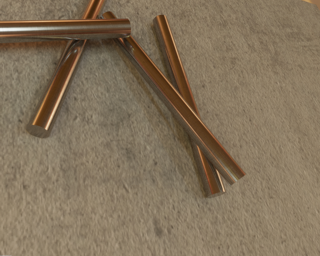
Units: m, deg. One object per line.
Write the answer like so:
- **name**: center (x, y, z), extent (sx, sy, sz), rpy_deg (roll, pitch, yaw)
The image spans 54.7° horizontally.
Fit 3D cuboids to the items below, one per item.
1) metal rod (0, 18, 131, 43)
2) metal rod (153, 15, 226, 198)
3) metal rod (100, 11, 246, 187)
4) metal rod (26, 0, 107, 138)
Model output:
- **metal rod**: center (-0.178, -0.110, 0.354), extent (0.303, 0.025, 0.025), rpy_deg (-11, 67, -26)
- **metal rod**: center (0.036, -0.047, 0.453), extent (0.025, 0.025, 0.299), rpy_deg (-1, 62, -29)
- **metal rod**: center (0.008, -0.050, 0.420), extent (0.025, 0.025, 0.300), rpy_deg (-25, 69, -37)
- **metal rod**: center (-0.109, -0.117, 0.417), extent (0.025, 0.025, 0.300), rpy_deg (22, 53, -16)
